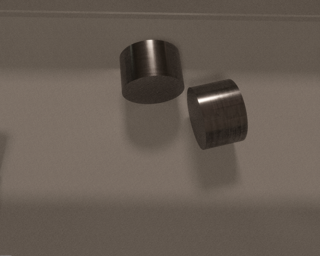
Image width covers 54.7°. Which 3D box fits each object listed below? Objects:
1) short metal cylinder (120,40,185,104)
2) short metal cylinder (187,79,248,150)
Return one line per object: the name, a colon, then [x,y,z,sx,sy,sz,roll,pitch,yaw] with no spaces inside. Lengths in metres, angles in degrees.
short metal cylinder: [-0.011,-0.071,0.406,0.081,0.080,0.050,-6,70,-2]
short metal cylinder: [0.069,-0.017,0.388,0.050,0.080,0.080,-13,71,-5]
